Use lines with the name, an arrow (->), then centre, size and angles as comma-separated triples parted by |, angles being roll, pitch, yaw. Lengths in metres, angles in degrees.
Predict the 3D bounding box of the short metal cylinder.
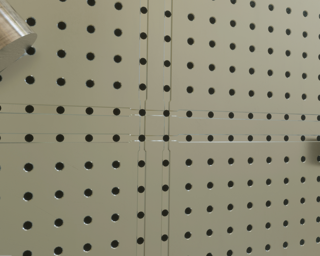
short metal cylinder -> -0.176, -0.092, 0.318 | 0.080, 0.080, 0.050 | -43, 104, -15
